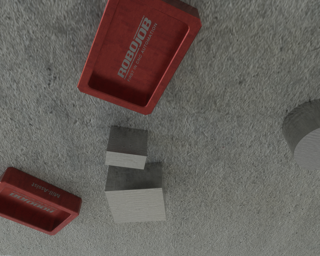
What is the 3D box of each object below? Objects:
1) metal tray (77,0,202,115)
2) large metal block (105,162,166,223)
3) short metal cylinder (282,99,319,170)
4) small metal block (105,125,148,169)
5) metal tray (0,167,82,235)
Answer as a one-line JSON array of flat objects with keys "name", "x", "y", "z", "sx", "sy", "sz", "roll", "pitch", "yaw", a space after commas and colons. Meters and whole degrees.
[{"name": "metal tray", "x": -0.026, "y": -0.082, "z": 0.333, "sx": 0.091, "sy": 0.030, "sz": 0.129, "roll": 20, "pitch": 127, "yaw": -16}, {"name": "large metal block", "x": -0.034, "y": 0.100, "z": 0.476, "sx": 0.080, "sy": 0.050, "sz": 0.080, "roll": -4, "pitch": 130, "yaw": 3}, {"name": "short metal cylinder", "x": 0.207, "y": 0.009, "z": 0.401, "sx": 0.081, "sy": 0.050, "sz": 0.079, "roll": 0, "pitch": 130, "yaw": 0}, {"name": "small metal block", "x": -0.044, "y": 0.025, "z": 0.412, "sx": 0.050, "sy": 0.050, "sz": 0.025, "roll": 8, "pitch": 130, "yaw": -7}, {"name": "metal tray", "x": -0.208, "y": 0.124, "z": 0.506, "sx": 0.130, "sy": 0.030, "sz": 0.090, "roll": 33, "pitch": 123, "yaw": -25}]
